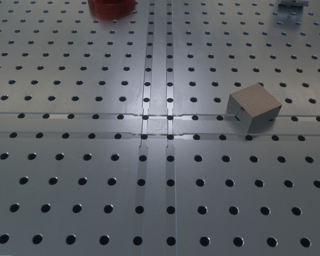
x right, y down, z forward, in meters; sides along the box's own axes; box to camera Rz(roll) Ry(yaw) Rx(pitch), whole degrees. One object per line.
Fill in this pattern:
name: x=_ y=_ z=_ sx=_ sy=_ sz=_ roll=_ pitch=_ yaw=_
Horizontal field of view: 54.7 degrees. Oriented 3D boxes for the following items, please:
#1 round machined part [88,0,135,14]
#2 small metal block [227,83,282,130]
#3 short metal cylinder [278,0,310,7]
round machined part: x=-0.099 y=-0.275 z=0.627 sx=0.099 sy=0.042 sz=0.098 roll=0 pitch=50 yaw=0
small metal block: x=0.132 y=-0.031 z=0.435 sx=0.050 sy=0.025 sz=0.050 roll=-22 pitch=54 yaw=-18
short metal cylinder: x=0.271 y=-0.285 z=0.613 sx=0.050 sy=0.080 sz=0.080 roll=10 pitch=51 yaw=8
